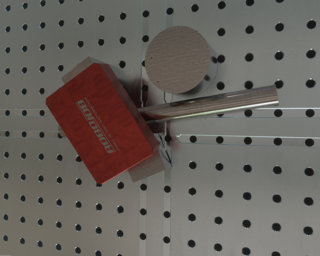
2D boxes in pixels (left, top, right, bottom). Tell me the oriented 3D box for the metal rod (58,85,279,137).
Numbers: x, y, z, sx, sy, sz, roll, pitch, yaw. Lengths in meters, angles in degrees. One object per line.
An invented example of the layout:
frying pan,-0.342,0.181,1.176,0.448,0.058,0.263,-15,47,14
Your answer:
metal rod,-0.003,-0.019,0.413,0.301,0.025,0.025,-8,87,19

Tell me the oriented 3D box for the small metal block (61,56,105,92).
small metal block,-0.099,-0.070,0.432,0.050,0.050,0.025,-33,80,17

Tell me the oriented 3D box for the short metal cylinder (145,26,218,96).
short metal cylinder,0.028,-0.081,0.388,0.080,0.050,0.079,0,90,19

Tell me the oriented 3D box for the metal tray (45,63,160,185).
metal tray,-0.073,-0.005,0.393,0.090,0.030,0.130,-32,91,17

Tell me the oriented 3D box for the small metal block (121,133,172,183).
small metal block,-0.019,0.040,0.417,0.050,0.025,0.050,-25,82,18
